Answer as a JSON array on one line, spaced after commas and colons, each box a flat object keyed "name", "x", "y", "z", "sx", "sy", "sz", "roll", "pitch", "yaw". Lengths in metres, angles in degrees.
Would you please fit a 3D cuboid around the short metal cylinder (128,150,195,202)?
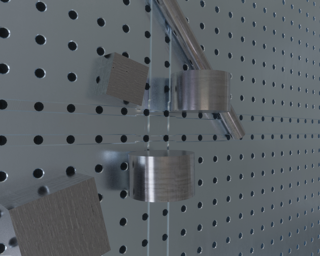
[{"name": "short metal cylinder", "x": 0.002, "y": 0.055, "z": 0.376, "sx": 0.081, "sy": 0.080, "sz": 0.050, "roll": -2, "pitch": 91, "yaw": -40}]

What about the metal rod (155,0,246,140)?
[{"name": "metal rod", "x": 0.056, "y": -0.101, "z": 0.456, "sx": 0.025, "sy": 0.025, "sz": 0.299, "roll": -49, "pitch": 119, "yaw": -29}]

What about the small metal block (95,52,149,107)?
[{"name": "small metal block", "x": -0.045, "y": -0.056, "z": 0.372, "sx": 0.050, "sy": 0.025, "sz": 0.050, "roll": 17, "pitch": 79, "yaw": -39}]

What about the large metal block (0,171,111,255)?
[{"name": "large metal block", "x": -0.104, "y": 0.097, "z": 0.306, "sx": 0.081, "sy": 0.050, "sz": 0.079, "roll": -18, "pitch": 102, "yaw": -39}]

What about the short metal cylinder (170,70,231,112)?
[{"name": "short metal cylinder", "x": 0.055, "y": -0.047, "z": 0.420, "sx": 0.081, "sy": 0.080, "sz": 0.050, "roll": 0, "pitch": 90, "yaw": -40}]
